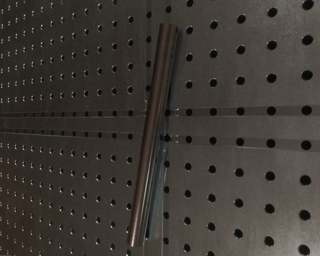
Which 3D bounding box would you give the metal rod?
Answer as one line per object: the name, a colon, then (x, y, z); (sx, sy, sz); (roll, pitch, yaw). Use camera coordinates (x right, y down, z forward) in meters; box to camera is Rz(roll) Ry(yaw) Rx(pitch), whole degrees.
metal rod: (-0.011, 0.015, 0.416); (0.025, 0.025, 0.298); (15, 99, 38)
